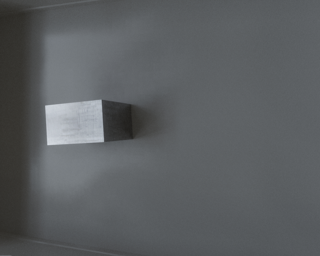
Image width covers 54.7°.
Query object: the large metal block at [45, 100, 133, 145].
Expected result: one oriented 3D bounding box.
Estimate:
[{"bbox_3d":[-0.091,-0.006,0.412,0.080,0.080,0.050,-4,89,19],"label":"large metal block"}]
